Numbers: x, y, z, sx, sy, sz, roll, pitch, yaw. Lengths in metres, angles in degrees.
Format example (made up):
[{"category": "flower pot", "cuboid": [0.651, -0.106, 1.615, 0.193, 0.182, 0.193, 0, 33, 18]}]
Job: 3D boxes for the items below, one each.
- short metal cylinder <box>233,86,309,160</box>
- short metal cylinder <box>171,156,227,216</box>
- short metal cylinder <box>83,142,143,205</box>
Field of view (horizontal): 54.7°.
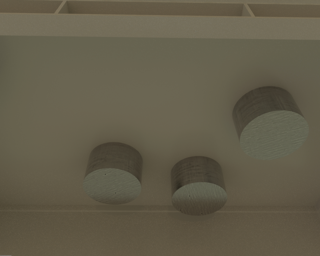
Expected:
[{"category": "short metal cylinder", "cuboid": [0.136, -0.005, 0.389, 0.081, 0.050, 0.079, 0, 130, 0]}, {"category": "short metal cylinder", "cuboid": [0.057, 0.088, 0.468, 0.081, 0.050, 0.079, 0, 130, 0]}, {"category": "short metal cylinder", "cuboid": [-0.066, 0.066, 0.448, 0.081, 0.050, 0.079, 0, 130, 0]}]
